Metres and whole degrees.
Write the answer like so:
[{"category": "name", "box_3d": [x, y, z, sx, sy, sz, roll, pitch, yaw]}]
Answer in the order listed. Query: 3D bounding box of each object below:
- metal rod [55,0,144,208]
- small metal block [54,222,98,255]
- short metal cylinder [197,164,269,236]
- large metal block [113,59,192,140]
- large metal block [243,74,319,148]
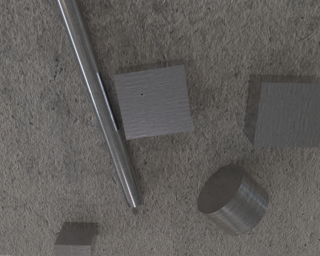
[{"category": "metal rod", "box_3d": [-0.073, -0.028, 0.398, 0.025, 0.025, 0.298, -14, 110, 5]}, {"category": "small metal block", "box_3d": [-0.122, 0.165, 0.456, 0.050, 0.050, 0.025, 2, 110, -1]}, {"category": "short metal cylinder", "box_3d": [0.097, 0.095, 0.417, 0.050, 0.080, 0.080, 42, 105, -14]}, {"category": "large metal block", "box_3d": [-0.007, -0.037, 0.383, 0.080, 0.050, 0.079, -8, 110, 3]}, {"category": "large metal block", "box_3d": [0.156, -0.023, 0.390, 0.081, 0.050, 0.079, 1, 110, -1]}]
